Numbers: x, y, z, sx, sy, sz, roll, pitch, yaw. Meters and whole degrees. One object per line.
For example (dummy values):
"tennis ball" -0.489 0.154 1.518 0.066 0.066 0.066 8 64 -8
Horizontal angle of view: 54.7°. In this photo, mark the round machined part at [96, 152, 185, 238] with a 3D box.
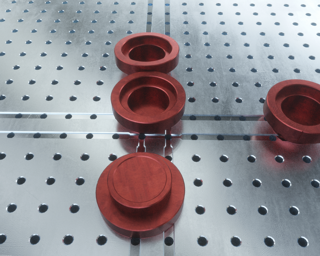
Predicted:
"round machined part" -0.022 0.066 0.341 0.099 0.042 0.098 0 50 0

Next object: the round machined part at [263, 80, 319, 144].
"round machined part" 0.187 -0.017 0.414 0.099 0.042 0.098 0 50 0

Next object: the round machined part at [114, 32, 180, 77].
"round machined part" -0.020 -0.106 0.482 0.099 0.042 0.098 0 45 0

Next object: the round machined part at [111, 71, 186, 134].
"round machined part" -0.015 -0.030 0.422 0.099 0.042 0.098 0 50 0
